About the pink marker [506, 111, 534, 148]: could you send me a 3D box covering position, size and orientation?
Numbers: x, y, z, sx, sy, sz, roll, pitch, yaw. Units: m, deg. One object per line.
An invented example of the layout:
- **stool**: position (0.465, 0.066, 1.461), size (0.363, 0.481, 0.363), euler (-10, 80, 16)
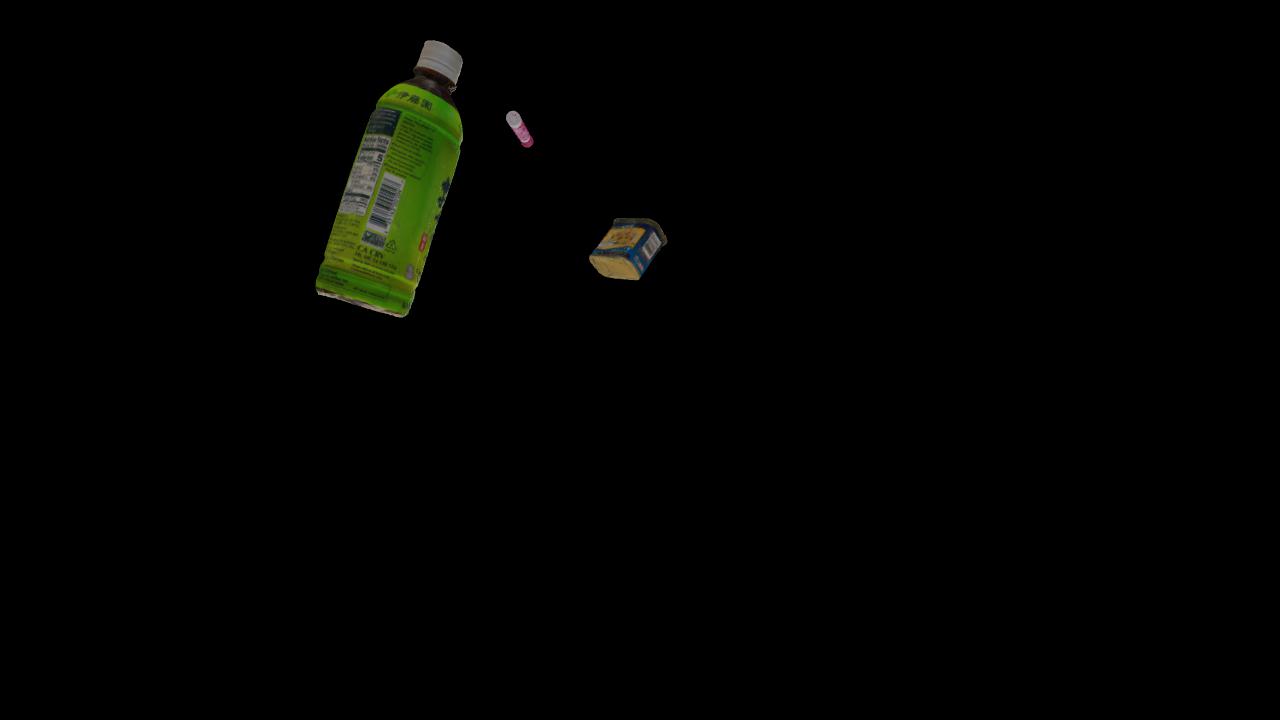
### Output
- **pink marker**: position (-0.167, -0.321, 0.863), size (0.020, 0.020, 0.121), euler (0, 5, -1)

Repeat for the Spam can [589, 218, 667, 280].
- **Spam can**: position (-0.021, -0.178, 0.991), size (0.101, 0.085, 0.058), euler (12, -30, 43)

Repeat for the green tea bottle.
- **green tea bottle**: position (-0.183, -0.141, 0.476), size (0.073, 0.212, 0.073), euler (18, -2, 1)
